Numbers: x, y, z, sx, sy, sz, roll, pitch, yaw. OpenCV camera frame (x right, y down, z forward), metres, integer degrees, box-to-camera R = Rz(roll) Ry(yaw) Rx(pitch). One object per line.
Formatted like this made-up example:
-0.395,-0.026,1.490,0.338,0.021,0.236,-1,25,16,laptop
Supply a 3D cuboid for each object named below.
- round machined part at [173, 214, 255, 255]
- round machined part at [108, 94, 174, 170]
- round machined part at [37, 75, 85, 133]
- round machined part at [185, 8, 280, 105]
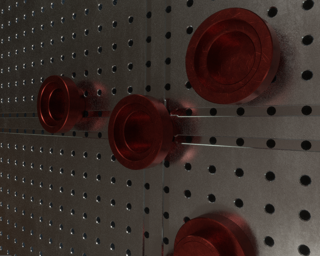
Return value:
0.054,0.152,0.352,0.098,0.042,0.097,0,90,39,round machined part
-0.021,0.005,0.414,0.098,0.042,0.097,0,90,39,round machined part
-0.167,-0.040,0.533,0.098,0.042,0.097,0,90,39,round machined part
0.079,-0.073,0.332,0.098,0.042,0.097,0,90,39,round machined part
